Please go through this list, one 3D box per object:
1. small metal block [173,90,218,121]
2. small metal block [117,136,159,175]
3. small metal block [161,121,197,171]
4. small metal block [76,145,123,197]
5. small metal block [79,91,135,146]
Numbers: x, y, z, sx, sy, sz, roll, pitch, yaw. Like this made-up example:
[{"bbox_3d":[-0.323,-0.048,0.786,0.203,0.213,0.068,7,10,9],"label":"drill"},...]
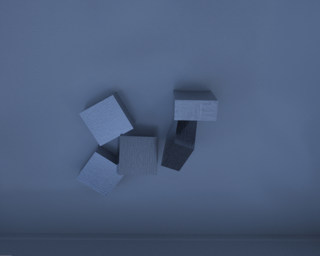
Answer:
[{"bbox_3d":[0.042,-0.029,0.388,0.050,0.050,0.025,1,110,-1],"label":"small metal block"},{"bbox_3d":[-0.030,0.036,0.410,0.050,0.025,0.050,2,89,-14],"label":"small metal block"},{"bbox_3d":[0.024,0.019,0.396,0.025,0.050,0.050,19,137,-7],"label":"small metal block"},{"bbox_3d":[-0.080,0.060,0.432,0.050,0.025,0.050,34,106,-12],"label":"small metal block"},{"bbox_3d":[-0.068,-0.012,0.404,0.050,0.025,0.050,-28,104,9],"label":"small metal block"}]
